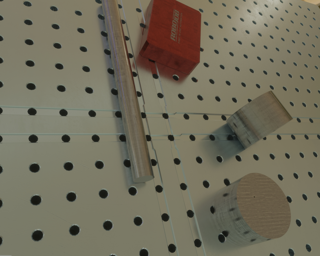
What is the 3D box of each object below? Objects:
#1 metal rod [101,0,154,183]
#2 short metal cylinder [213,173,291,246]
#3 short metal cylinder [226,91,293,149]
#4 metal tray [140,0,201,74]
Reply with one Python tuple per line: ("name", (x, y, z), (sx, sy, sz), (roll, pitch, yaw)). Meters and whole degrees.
("metal rod", (-0.050, -0.072, 0.424), (0.025, 0.025, 0.299), (1, 61, -28))
("short metal cylinder", (0.115, 0.103, 0.391), (0.081, 0.050, 0.080), (14, 56, -21))
("short metal cylinder", (0.146, -0.011, 0.458), (0.081, 0.080, 0.050), (-23, 74, -36))
("metal tray", (0.021, -0.159, 0.513), (0.091, 0.030, 0.130), (18, 55, -18))
